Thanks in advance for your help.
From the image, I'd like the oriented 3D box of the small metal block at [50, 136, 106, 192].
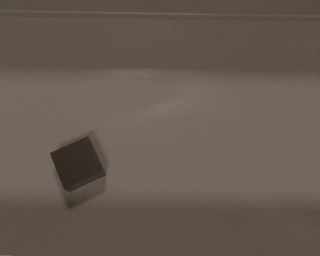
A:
[{"bbox_3d":[-0.103,0.046,0.392,0.050,0.025,0.050,-25,72,-9],"label":"small metal block"}]
